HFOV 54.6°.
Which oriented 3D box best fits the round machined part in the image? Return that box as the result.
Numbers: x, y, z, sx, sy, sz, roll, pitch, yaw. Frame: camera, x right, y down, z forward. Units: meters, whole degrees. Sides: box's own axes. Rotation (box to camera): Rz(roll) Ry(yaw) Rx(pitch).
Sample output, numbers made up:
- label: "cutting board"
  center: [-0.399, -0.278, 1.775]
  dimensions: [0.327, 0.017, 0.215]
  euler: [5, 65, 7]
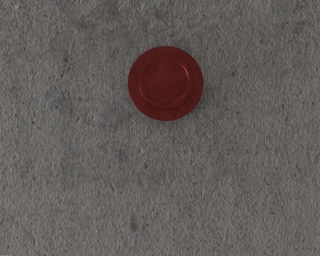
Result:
- label: "round machined part"
  center: [0.007, -0.058, 0.401]
  dimensions: [0.099, 0.042, 0.097]
  euler: [0, 90, 0]
